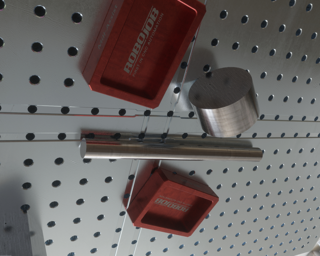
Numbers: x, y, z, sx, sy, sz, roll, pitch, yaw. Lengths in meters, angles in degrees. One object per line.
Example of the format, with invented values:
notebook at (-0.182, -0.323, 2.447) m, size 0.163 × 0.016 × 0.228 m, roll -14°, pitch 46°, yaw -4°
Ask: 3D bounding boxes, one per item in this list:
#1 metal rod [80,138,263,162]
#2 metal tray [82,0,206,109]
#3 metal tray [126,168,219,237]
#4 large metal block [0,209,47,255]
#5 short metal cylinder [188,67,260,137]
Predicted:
metal rod at (0.036, 0.035, 0.452) m, size 0.302 × 0.025 × 0.025 m, roll 5°, pitch 116°, yaw -31°
metal tray at (-0.018, -0.093, 0.340) m, size 0.091 × 0.030 × 0.129 m, roll 15°, pitch 110°, yaw -35°
metal tray at (0.023, 0.123, 0.496) m, size 0.131 × 0.030 × 0.090 m, roll 26°, pitch 104°, yaw -37°
large metal block at (-0.186, 0.159, 0.372) m, size 0.081 × 0.080 × 0.050 m, roll -24°, pitch 127°, yaw -14°
short metal cylinder at (0.083, -0.034, 0.400) m, size 0.080 × 0.080 × 0.050 m, roll -34°, pitch 129°, yaw -6°
